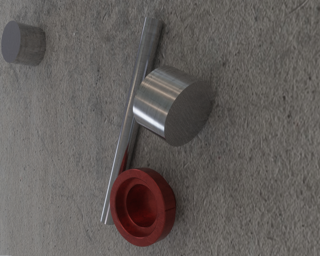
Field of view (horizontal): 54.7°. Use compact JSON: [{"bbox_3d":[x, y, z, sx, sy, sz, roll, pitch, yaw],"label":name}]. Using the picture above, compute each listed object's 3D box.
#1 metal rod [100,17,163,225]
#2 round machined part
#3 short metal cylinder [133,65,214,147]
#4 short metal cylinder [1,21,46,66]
[{"bbox_3d":[-0.043,-0.002,0.440,0.025,0.025,0.298,23,104,37],"label":"metal rod"},{"bbox_3d":[-0.018,0.101,0.409,0.098,0.042,0.097,0,90,40],"label":"round machined part"},{"bbox_3d":[0.016,-0.025,0.356,0.050,0.081,0.079,33,110,35],"label":"short metal cylinder"},{"bbox_3d":[-0.270,-0.165,0.612,0.080,0.050,0.079,0,90,40],"label":"short metal cylinder"}]
